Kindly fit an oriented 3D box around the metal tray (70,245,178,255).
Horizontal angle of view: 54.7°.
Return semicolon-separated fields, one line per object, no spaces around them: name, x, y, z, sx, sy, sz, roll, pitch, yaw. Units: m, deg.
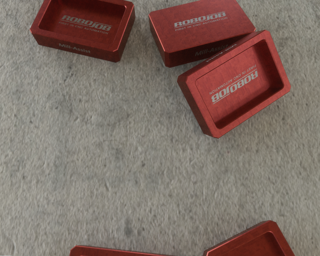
metal tray;-0.038;0.182;0.338;0.131;0.030;0.090;6;70;2

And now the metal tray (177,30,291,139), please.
metal tray;0.099;-0.057;0.403;0.131;0.030;0.090;-32;107;-11

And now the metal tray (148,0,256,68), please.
metal tray;0.058;-0.143;0.448;0.131;0.030;0.090;-16;58;-6

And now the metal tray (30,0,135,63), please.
metal tray;-0.112;-0.156;0.460;0.131;0.030;0.090;14;70;4

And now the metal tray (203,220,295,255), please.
metal tray;0.116;0.181;0.340;0.091;0.030;0.130;-23;72;-9
